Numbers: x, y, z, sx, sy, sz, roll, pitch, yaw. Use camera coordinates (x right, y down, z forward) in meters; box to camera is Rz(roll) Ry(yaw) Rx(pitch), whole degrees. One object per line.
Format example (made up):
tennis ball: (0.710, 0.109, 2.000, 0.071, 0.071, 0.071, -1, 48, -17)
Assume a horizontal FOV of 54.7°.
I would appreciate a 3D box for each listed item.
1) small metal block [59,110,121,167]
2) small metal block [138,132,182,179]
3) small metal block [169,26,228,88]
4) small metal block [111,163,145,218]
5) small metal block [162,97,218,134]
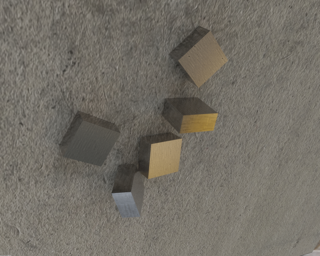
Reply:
small metal block: (-0.084, 0.014, 0.369, 0.050, 0.025, 0.050, 22, 107, -36)
small metal block: (0.000, 0.036, 0.420, 0.050, 0.025, 0.050, -8, 114, -35)
small metal block: (0.048, -0.086, 0.379, 0.050, 0.025, 0.050, -43, 130, 2)
small metal block: (-0.041, 0.084, 0.416, 0.025, 0.050, 0.050, -6, 127, 10)
small metal block: (0.038, -0.018, 0.400, 0.050, 0.050, 0.025, -5, 121, -26)
